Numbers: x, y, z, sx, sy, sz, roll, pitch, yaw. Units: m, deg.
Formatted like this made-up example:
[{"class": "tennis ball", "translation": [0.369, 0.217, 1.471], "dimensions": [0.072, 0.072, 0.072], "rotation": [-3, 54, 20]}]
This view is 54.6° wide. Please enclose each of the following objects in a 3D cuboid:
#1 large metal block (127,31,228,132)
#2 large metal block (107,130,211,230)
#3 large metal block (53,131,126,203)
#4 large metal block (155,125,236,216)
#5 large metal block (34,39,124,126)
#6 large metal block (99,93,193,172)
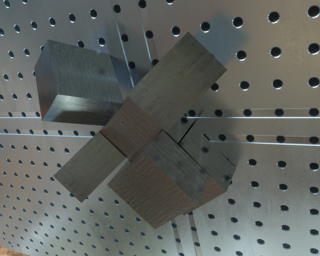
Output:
[{"class": "large metal block", "translation": [0.015, -0.043, 0.322], "dimensions": [0.050, 0.080, 0.080], "rotation": [44, 89, -2]}, {"class": "large metal block", "translation": [-0.002, 0.062, 0.369], "dimensions": [0.080, 0.050, 0.080], "rotation": [44, 128, -4]}, {"class": "large metal block", "translation": [-0.096, 0.054, 0.440], "dimensions": [0.050, 0.080, 0.080], "rotation": [45, 171, -2]}, {"class": "large metal block", "translation": [0.038, 0.057, 0.410], "dimensions": [0.080, 0.050, 0.080], "rotation": [46, 128, -2]}, {"class": "large metal block", "translation": [-0.099, -0.052, 0.377], "dimensions": [0.050, 0.081, 0.080], "rotation": [-44, 54, 39]}, {"class": "large metal block", "translation": [-0.019, -0.001, 0.405], "dimensions": [0.080, 0.050, 0.080], "rotation": [44, 129, -2]}]
